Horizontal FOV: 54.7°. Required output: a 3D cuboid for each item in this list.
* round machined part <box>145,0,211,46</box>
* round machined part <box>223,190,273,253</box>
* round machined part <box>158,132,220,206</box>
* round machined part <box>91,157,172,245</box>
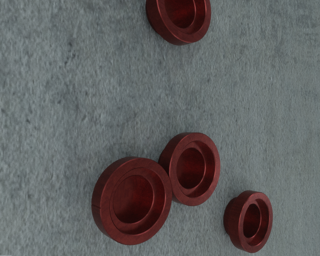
[{"bbox_3d":[0.020,-0.159,0.412,0.099,0.042,0.097,0,90,-40],"label":"round machined part"},{"bbox_3d":[0.144,0.153,0.518,0.099,0.042,0.097,0,90,-40],"label":"round machined part"},{"bbox_3d":[0.035,0.055,0.426,0.099,0.042,0.097,0,90,-40],"label":"round machined part"},{"bbox_3d":[-0.036,0.082,0.364,0.099,0.042,0.097,-1,91,-39],"label":"round machined part"}]
